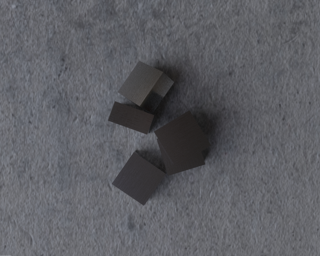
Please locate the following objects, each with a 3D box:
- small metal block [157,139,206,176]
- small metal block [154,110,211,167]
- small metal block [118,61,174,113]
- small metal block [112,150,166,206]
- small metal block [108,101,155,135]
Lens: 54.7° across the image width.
[{"bbox_3d":[0.027,0.030,0.410,0.050,0.025,0.050,-17,90,-1],"label":"small metal block"},{"bbox_3d":[0.027,0.013,0.386,0.050,0.025,0.050,-31,90,-1],"label":"small metal block"},{"bbox_3d":[-0.019,-0.052,0.396,0.050,0.025,0.050,34,89,42],"label":"small metal block"},{"bbox_3d":[-0.027,0.065,0.410,0.050,0.025,0.050,35,90,-1],"label":"small metal block"},{"bbox_3d":[-0.035,-0.012,0.397,0.050,0.050,0.025,20,91,-1],"label":"small metal block"}]
